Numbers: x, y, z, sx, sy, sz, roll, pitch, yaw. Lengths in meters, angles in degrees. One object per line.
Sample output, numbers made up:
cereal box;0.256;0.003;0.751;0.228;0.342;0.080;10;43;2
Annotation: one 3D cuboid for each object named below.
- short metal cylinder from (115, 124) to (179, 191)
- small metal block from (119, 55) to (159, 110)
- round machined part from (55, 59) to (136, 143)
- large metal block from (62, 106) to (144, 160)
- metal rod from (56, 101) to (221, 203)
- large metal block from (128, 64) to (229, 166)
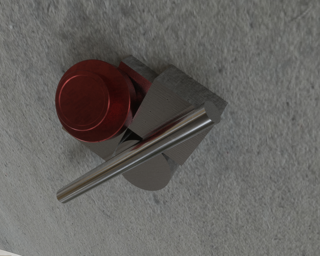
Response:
short metal cylinder;-0.013;0.038;0.420;0.080;0.050;0.079;13;124;20
small metal block;-0.031;-0.054;0.389;0.050;0.025;0.050;37;129;3
round machined part;-0.081;-0.031;0.362;0.098;0.042;0.097;1;93;17
large metal block;-0.076;-0.014;0.421;0.080;0.050;0.079;36;129;3
metal rod;-0.050;0.045;0.396;0.299;0.025;0.025;-31;101;38
large metal block;0.021;-0.015;0.371;0.080;0.050;0.079;36;129;4
